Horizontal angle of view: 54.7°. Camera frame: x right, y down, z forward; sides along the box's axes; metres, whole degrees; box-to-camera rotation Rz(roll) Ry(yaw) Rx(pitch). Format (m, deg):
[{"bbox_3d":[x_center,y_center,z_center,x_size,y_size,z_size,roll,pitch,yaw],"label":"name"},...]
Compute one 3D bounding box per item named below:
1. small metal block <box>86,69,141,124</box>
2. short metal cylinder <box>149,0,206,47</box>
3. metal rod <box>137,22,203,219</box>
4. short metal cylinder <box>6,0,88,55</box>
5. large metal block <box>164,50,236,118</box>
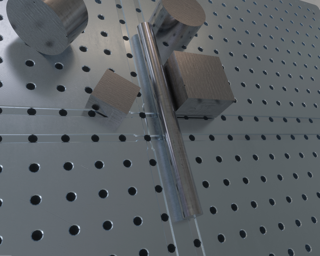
[{"bbox_3d":[-0.059,-0.041,0.401,0.050,0.025,0.050,29,52,-10],"label":"small metal block"},{"bbox_3d":[0.029,-0.183,0.520,0.081,0.050,0.080,14,56,-21],"label":"short metal cylinder"},{"bbox_3d":[0.007,-0.027,0.428,0.025,0.025,0.299,1,61,-28],"label":"metal rod"},{"bbox_3d":[-0.138,-0.138,0.383,0.080,0.080,0.050,32,52,-8],"label":"short metal cylinder"},{"bbox_3d":[0.053,-0.063,0.459,0.081,0.050,0.080,0,62,-28],"label":"large metal block"}]
